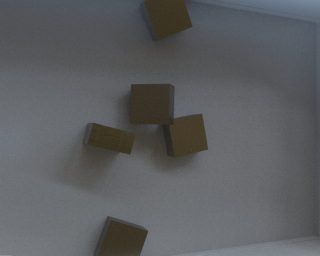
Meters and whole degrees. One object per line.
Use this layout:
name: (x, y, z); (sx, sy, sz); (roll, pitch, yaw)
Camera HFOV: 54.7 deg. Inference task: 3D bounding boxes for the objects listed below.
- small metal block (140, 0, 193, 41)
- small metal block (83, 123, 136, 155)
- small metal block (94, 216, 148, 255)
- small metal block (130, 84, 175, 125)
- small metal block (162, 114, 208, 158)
small metal block: (0.008, -0.147, 0.405); (0.050, 0.025, 0.050); (-25, 109, -10)
small metal block: (-0.063, 0.012, 0.374); (0.050, 0.050, 0.025); (16, 85, -20)
small metal block: (-0.049, 0.144, 0.390); (0.050, 0.025, 0.050); (23, 79, -16)
small metal block: (-0.009, -0.029, 0.394); (0.050, 0.025, 0.050); (1, 90, 16)
small metal block: (0.034, 0.010, 0.423); (0.050, 0.025, 0.050); (-11, 94, -20)
